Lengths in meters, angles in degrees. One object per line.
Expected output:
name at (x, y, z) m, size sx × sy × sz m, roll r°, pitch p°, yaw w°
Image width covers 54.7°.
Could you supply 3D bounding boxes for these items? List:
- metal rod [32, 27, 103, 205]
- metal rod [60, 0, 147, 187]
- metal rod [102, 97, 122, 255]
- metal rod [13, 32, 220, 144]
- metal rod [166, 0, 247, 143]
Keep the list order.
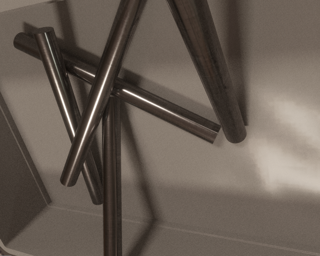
metal rod at (-0.122, 0.004, 0.453) m, size 0.025 × 0.025 × 0.298 m, roll 9°, pitch 129°, yaw 23°
metal rod at (-0.082, -0.029, 0.395) m, size 0.025 × 0.025 × 0.298 m, roll 32°, pitch 123°, yaw 6°
metal rod at (-0.065, 0.108, 0.420) m, size 0.025 × 0.025 × 0.298 m, roll 0°, pitch 90°, yaw 28°
metal rod at (-0.063, -0.057, 0.404) m, size 0.301 × 0.025 × 0.025 m, roll 26°, pitch 128°, yaw 11°
metal rod at (0.036, -0.062, 0.247) m, size 0.025 × 0.025 × 0.300 m, roll 4°, pitch 154°, yaw 26°
